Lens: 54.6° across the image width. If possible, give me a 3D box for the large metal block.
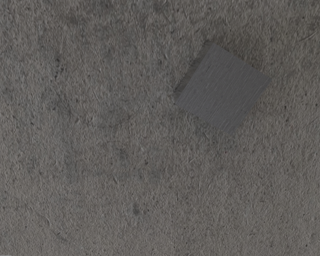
[{"bbox_3d":[0.072,-0.050,0.378,0.080,0.050,0.080,29,107,-10],"label":"large metal block"}]
